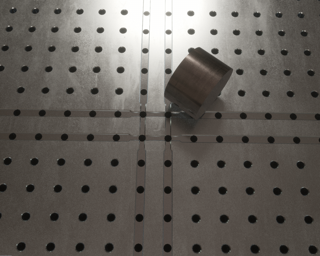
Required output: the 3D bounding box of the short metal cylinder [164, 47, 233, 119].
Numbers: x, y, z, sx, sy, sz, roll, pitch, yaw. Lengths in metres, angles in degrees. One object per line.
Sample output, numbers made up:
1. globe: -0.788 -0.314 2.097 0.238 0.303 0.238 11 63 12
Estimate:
1. short metal cylinder: 0.050 -0.057 0.404 0.050 0.080 0.080 37 74 12
